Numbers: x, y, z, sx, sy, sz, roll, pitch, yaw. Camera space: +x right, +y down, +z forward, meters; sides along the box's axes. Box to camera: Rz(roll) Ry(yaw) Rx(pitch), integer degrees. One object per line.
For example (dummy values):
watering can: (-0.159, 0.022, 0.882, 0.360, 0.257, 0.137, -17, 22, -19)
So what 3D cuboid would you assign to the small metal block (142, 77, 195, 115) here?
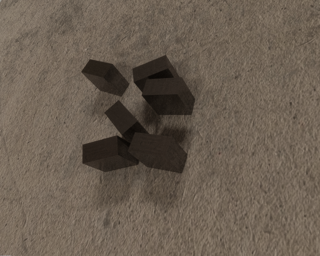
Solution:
small metal block: (0.012, -0.040, 0.405, 0.050, 0.050, 0.025, 1, 63, 28)

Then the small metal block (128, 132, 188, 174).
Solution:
small metal block: (-0.002, 0.030, 0.369, 0.050, 0.050, 0.025, 6, 65, 30)

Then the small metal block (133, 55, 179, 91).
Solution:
small metal block: (-0.003, -0.067, 0.429, 0.050, 0.050, 0.025, -19, 55, 17)

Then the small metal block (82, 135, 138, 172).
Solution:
small metal block: (-0.063, 0.034, 0.396, 0.050, 0.050, 0.025, -15, 65, 20)

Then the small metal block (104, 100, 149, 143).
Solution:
small metal block: (-0.040, -0.002, 0.409, 0.025, 0.050, 0.050, -42, 51, -1)

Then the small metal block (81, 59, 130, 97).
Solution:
small metal block: (-0.084, -0.077, 0.477, 0.050, 0.050, 0.025, 19, 72, 35)
